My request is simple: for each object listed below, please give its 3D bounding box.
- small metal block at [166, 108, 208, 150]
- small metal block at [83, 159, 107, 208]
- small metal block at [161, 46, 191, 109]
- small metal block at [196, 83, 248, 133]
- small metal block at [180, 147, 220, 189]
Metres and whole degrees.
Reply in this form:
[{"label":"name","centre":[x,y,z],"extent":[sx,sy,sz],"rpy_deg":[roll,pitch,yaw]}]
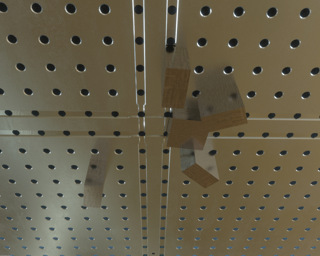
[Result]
[{"label":"small metal block","centre":[0.037,0.001,0.413],"extent":[0.050,0.025,0.050],"rpy_deg":[6,130,-6]},{"label":"small metal block","centre":[-0.097,0.084,0.465],"extent":[0.025,0.050,0.050],"rpy_deg":[8,130,-7]},{"label":"small metal block","centre":[0.016,-0.057,0.347],"extent":[0.025,0.050,0.050],"rpy_deg":[4,130,-4]},{"label":"small metal block","centre":[0.074,-0.025,0.375],"extent":[0.050,0.050,0.025],"rpy_deg":[-14,129,11]},{"label":"small metal block","centre":[0.055,0.049,0.438],"extent":[0.025,0.050,0.050],"rpy_deg":[-37,122,27]}]
